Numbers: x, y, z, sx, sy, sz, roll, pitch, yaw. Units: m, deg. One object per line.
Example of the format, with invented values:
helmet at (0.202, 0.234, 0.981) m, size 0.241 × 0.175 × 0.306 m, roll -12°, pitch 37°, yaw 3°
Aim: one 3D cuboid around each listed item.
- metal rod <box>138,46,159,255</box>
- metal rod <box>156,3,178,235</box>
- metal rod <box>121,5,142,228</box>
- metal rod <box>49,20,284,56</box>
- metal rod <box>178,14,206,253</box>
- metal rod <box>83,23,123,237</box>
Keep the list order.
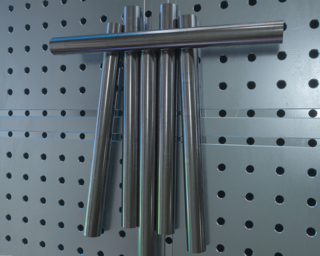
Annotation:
metal rod at (-0.016, 0.041, 0.418) m, size 0.025 × 0.025 × 0.298 m, roll 1°, pitch 91°, yaw 20°
metal rod at (0.010, -0.011, 0.411) m, size 0.025 × 0.025 × 0.298 m, roll 1°, pitch 90°, yaw 20°
metal rod at (-0.039, -0.015, 0.427) m, size 0.025 × 0.025 × 0.298 m, roll 1°, pitch 90°, yaw 20°
metal rod at (-0.007, -0.110, 0.389) m, size 0.301 × 0.025 × 0.025 m, roll 2°, pitch 91°, yaw 20°
metal rod at (0.041, 0.007, 0.399) m, size 0.025 × 0.025 × 0.298 m, roll -3°, pitch 89°, yaw 20°
metal rod at (-0.079, 0.004, 0.440) m, size 0.025 × 0.025 × 0.298 m, roll 8°, pitch 93°, yaw 20°
